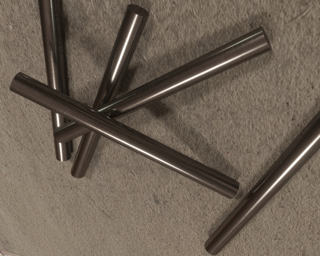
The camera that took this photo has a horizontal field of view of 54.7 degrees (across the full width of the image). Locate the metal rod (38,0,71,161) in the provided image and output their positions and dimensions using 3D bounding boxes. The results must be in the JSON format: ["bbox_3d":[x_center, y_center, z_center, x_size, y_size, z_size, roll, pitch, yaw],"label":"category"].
[{"bbox_3d":[-0.146,-0.075,0.435,0.025,0.025,0.298,19,126,17],"label":"metal rod"}]

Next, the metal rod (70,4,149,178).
[{"bbox_3d":[-0.081,-0.027,0.430,0.025,0.025,0.298,34,129,5],"label":"metal rod"}]

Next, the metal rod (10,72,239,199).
[{"bbox_3d":[-0.035,0.014,0.384,0.301,0.025,0.025,27,129,-9],"label":"metal rod"}]

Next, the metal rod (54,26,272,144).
[{"bbox_3d":[-0.019,-0.038,0.371,0.300,0.025,0.025,-22,107,29],"label":"metal rod"}]

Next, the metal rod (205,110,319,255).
[{"bbox_3d":[0.130,0.078,0.385,0.025,0.025,0.298,31,128,8],"label":"metal rod"}]
